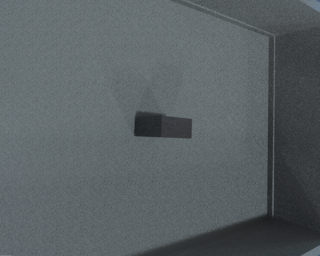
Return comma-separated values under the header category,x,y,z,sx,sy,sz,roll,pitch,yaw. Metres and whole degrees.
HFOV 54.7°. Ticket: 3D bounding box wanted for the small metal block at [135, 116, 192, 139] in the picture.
category,x,y,z,sx,sy,sz,roll,pitch,yaw
small metal block,0.005,-0.001,0.392,0.050,0.050,0.025,4,87,-40
